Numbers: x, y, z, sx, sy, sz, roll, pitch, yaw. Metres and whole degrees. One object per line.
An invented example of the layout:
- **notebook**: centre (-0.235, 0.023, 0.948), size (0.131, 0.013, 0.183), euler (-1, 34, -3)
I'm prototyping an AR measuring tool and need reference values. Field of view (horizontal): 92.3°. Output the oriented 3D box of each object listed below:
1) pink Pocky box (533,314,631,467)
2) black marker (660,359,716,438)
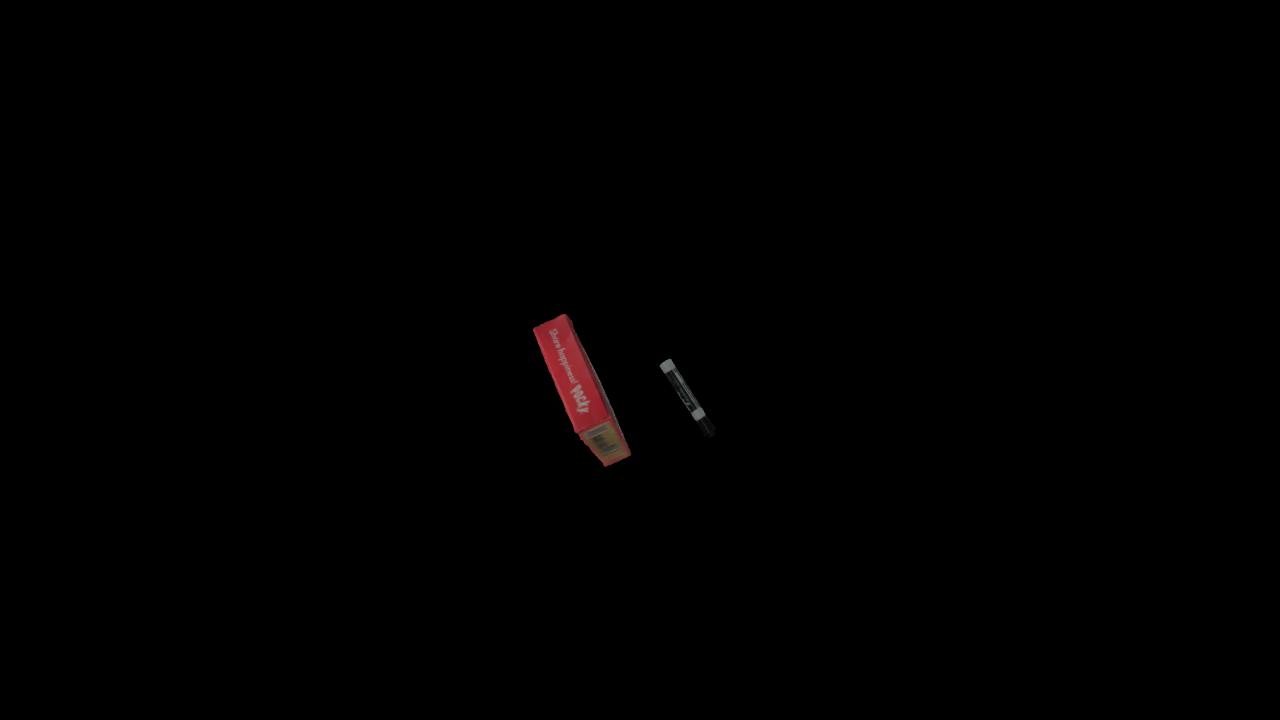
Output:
- **pink Pocky box**: centre (-0.041, 0.031, 0.485), size (0.029, 0.084, 0.155), euler (-24, -18, -4)
- **black marker**: centre (0.066, 0.053, 0.842), size (0.020, 0.121, 0.020), euler (-32, -10, -6)
